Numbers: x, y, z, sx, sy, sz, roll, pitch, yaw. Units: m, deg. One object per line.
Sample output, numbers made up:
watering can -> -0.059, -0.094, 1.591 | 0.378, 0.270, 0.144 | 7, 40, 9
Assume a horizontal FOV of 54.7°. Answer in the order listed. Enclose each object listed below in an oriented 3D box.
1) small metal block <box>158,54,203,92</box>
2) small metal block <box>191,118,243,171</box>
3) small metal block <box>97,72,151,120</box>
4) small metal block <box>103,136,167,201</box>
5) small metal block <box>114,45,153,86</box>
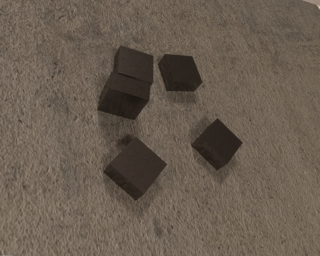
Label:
small metal block -> 0.031, -0.084, 0.473 | 0.050, 0.025, 0.050 | -3, 63, -30
small metal block -> 0.081, 0.022, 0.436 | 0.050, 0.025, 0.050 | 45, 51, 3
small metal block -> -0.046, -0.038, 0.388 | 0.050, 0.050, 0.025 | 15, 56, -20
small metal block -> -0.028, 0.047, 0.361 | 0.050, 0.025, 0.050 | 42, 51, 0
small metal block -> -0.038, -0.083, 0.435 | 0.050, 0.025, 0.050 | 13, 56, -21
